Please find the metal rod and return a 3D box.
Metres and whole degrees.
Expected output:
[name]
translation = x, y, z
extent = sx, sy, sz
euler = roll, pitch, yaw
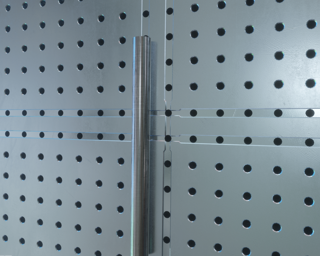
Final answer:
[metal rod]
translation = -0.026, 0.028, 0.420
extent = 0.025, 0.025, 0.298
euler = 1, 90, 19
